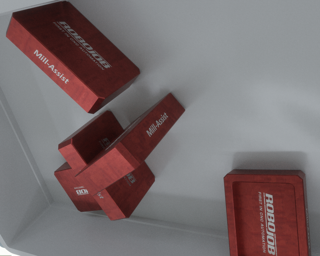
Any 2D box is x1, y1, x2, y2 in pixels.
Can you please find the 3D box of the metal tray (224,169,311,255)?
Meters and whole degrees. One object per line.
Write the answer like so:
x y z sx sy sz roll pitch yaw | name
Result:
0.130 0.117 0.376 0.090 0.030 0.129 -4 93 29 | metal tray

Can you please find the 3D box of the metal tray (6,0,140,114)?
-0.096 -0.087 0.363 0.130 0.090 0.030 44 129 -2 | metal tray

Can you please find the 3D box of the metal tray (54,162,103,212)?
-0.107 0.093 0.520 0.130 0.030 0.090 -15 111 34 | metal tray

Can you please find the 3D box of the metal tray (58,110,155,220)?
-0.069 0.051 0.434 0.030 0.090 0.130 -22 107 36 | metal tray

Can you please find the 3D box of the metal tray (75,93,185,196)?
-0.031 0.016 0.367 0.030 0.131 0.090 49 129 -7 | metal tray
